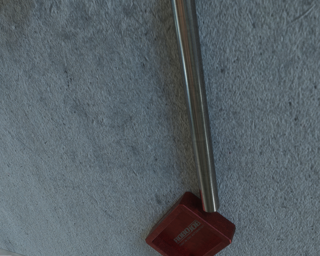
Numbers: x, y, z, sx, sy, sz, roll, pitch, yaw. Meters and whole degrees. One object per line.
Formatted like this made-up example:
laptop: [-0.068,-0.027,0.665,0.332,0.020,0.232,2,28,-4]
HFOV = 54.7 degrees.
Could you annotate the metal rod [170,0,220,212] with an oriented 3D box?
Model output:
metal rod: [0.045,-0.020,0.370,0.025,0.025,0.298,3,120,27]

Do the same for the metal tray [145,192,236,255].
metal tray: [0.043,0.166,0.483,0.090,0.030,0.129,36,129,3]
